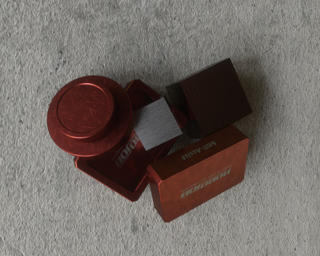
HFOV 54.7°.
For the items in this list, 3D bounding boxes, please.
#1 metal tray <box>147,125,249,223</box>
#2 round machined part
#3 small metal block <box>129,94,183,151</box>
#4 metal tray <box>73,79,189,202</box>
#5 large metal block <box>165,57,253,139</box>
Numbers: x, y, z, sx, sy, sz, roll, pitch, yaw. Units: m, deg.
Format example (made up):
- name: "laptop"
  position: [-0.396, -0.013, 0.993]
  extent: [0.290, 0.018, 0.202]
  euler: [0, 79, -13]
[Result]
- name: "metal tray"
  position: [0.052, 0.060, 0.402]
  extent: [0.131, 0.030, 0.089]
  euler: [-24, 134, -18]
- name: "round machined part"
  position: [-0.080, -0.016, 0.349]
  extent: [0.099, 0.042, 0.098]
  euler: [-1, 73, 5]
- name: "small metal block"
  position: [-0.006, -0.007, 0.384]
  extent: [0.050, 0.025, 0.050]
  euler: [-26, 102, 10]
- name: "metal tray"
  position: [-0.035, 0.015, 0.394]
  extent: [0.090, 0.030, 0.130]
  euler: [37, 78, -17]
- name: "large metal block"
  position: [0.066, -0.039, 0.421]
  extent: [0.080, 0.050, 0.080]
  euler: [-28, 100, -18]
